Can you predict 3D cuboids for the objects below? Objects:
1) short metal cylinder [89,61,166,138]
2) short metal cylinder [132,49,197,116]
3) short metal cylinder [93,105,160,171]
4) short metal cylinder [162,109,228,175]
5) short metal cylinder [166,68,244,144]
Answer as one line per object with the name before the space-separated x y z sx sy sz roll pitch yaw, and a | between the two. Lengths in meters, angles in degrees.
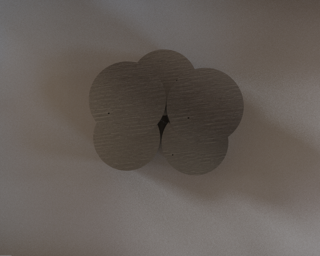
short metal cylinder | -0.034 -0.030 0.347 0.081 0.050 0.080 0 90 0
short metal cylinder | 0.005 -0.055 0.397 0.081 0.050 0.080 0 90 0
short metal cylinder | -0.040 0.011 0.397 0.081 0.050 0.080 0 90 0
short metal cylinder | 0.042 0.017 0.397 0.081 0.050 0.080 0 90 0
short metal cylinder | 0.047 -0.023 0.347 0.081 0.050 0.080 0 90 0
